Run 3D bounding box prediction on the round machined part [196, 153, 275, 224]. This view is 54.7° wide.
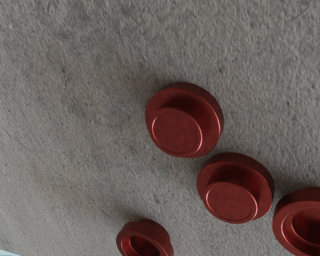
[{"bbox_3d":[0.093,0.084,0.398,0.098,0.042,0.097,13,124,20],"label":"round machined part"}]

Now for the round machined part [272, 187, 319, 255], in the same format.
[{"bbox_3d":[0.187,0.110,0.365,0.098,0.042,0.097,13,124,20],"label":"round machined part"}]

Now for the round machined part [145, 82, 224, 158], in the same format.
[{"bbox_3d":[0.025,-0.003,0.380,0.098,0.042,0.097,13,124,20],"label":"round machined part"}]

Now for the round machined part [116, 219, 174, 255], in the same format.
[{"bbox_3d":[-0.021,0.195,0.526,0.098,0.042,0.097,13,124,20],"label":"round machined part"}]
